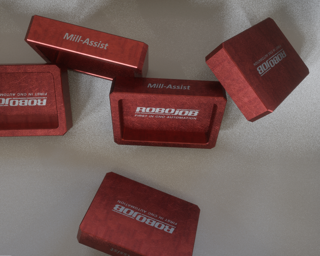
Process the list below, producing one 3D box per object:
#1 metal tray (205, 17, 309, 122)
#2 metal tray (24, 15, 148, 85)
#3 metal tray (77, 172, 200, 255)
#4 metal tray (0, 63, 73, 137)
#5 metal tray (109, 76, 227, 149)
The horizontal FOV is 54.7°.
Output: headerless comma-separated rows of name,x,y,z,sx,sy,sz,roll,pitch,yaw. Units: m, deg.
metal tray,0.122,-0.075,0.373,0.131,0.030,0.090,-36,90,-40
metal tray,-0.081,-0.088,0.376,0.131,0.090,0.030,14,83,-1
metal tray,-0.022,0.116,0.380,0.131,0.090,0.030,22,131,-1
metal tray,-0.184,-0.036,0.395,0.131,0.030,0.089,-1,105,-1
metal tray,0.008,-0.016,0.381,0.131,0.089,0.030,3,47,-1
